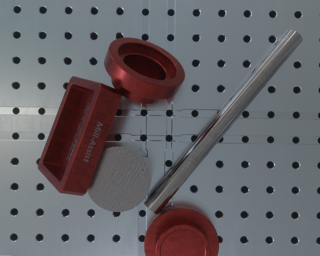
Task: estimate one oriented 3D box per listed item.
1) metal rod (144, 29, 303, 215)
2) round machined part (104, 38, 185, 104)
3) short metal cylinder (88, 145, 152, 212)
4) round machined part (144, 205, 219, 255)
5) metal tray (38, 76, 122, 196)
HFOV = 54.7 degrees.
[{"bbox_3d":[0.084,-0.008,0.414,0.025,0.025,0.300,40,90,0],"label":"metal rod"},{"bbox_3d":[-0.022,-0.067,0.387,0.098,0.098,0.042,29,127,0],"label":"round machined part"},{"bbox_3d":[-0.051,0.062,0.401,0.081,0.050,0.079,0,90,0],"label":"short metal cylinder"},{"bbox_3d":[0.028,0.154,0.405,0.099,0.042,0.097,0,90,0],"label":"round machined part"},{"bbox_3d":[-0.101,0.006,0.380,0.030,0.090,0.129,21,90,-40],"label":"metal tray"}]
